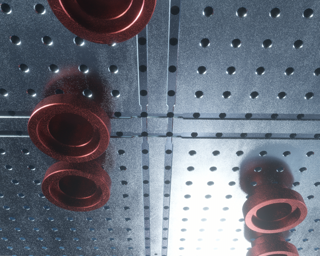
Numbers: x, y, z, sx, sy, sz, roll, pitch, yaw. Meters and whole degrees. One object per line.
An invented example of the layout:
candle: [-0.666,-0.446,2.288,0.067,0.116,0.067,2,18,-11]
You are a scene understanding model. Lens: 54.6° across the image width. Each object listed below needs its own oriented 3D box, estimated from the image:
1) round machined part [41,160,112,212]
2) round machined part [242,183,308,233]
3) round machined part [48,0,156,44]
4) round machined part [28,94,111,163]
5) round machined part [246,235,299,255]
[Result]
round machined part: [-0.122,0.080,0.468,0.099,0.042,0.097,0,130,0]
round machined part: [0.185,0.129,0.511,0.099,0.042,0.097,0,130,0]
round machined part: [-0.052,-0.132,0.287,0.099,0.042,0.097,0,130,0]
round machined part: [-0.111,-0.004,0.396,0.099,0.042,0.097,0,130,0]
round machined part: [0.219,0.247,0.612,0.099,0.042,0.097,0,130,0]
